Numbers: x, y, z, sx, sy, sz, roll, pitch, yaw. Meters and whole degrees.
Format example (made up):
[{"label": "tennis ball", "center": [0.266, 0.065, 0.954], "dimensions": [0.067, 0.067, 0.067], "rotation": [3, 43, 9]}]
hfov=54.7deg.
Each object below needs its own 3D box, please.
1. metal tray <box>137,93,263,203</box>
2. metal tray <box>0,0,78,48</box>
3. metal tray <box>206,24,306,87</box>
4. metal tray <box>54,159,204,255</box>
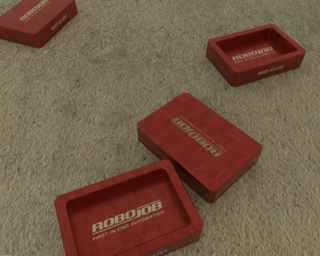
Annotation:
[{"label": "metal tray", "center": [0.046, 0.018, 0.385], "dimensions": [0.091, 0.030, 0.130], "rotation": [-35, 58, -26]}, {"label": "metal tray", "center": [-0.224, -0.203, 0.569], "dimensions": [0.090, 0.030, 0.130], "rotation": [16, 52, 13]}, {"label": "metal tray", "center": [0.153, -0.121, 0.502], "dimensions": [0.131, 0.030, 0.090], "rotation": [-18, 52, -15]}, {"label": "metal tray", "center": [-0.033, 0.093, 0.320], "dimensions": [0.131, 0.030, 0.090], "rotation": [-18, 52, -15]}]
